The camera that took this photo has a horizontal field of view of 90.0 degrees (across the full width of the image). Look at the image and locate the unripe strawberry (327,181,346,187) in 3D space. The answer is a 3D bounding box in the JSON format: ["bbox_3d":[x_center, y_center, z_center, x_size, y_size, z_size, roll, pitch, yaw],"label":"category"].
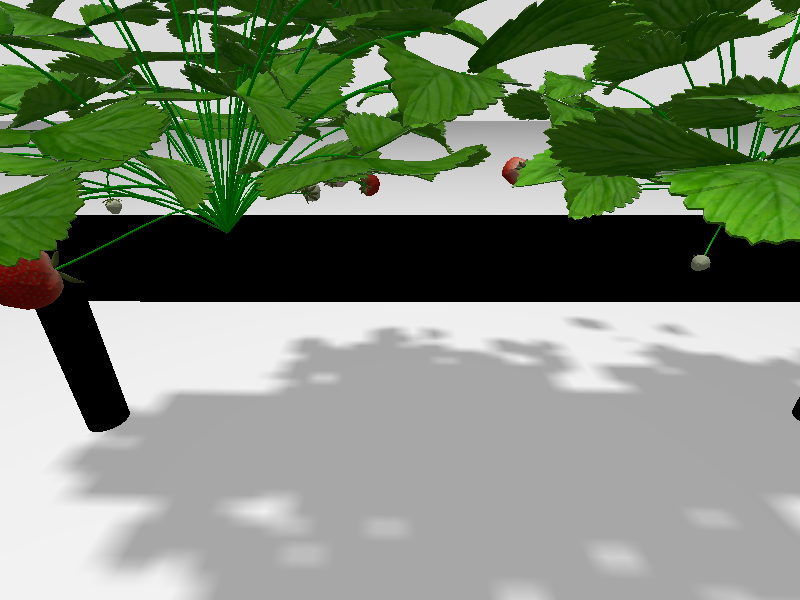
[{"bbox_3d":[-0.087,-0.171,0.554,0.033,0.028,0.033,8,26,15],"label":"unripe strawberry"}]

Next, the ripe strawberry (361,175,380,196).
[{"bbox_3d":[-0.036,-0.145,0.503,0.024,0.027,0.026,17,30,32],"label":"ripe strawberry"}]

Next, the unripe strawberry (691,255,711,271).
[{"bbox_3d":[0.205,-0.025,0.274,0.011,0.011,0.011,23,35,39],"label":"unripe strawberry"}]

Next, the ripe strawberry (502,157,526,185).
[{"bbox_3d":[0.166,-0.187,0.581,0.037,0.039,0.041,-12,17,-24],"label":"ripe strawberry"}]

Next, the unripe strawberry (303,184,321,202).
[{"bbox_3d":[-0.105,-0.131,0.482,0.022,0.023,0.023,9,26,17],"label":"unripe strawberry"}]

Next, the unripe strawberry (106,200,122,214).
[{"bbox_3d":[-0.292,-0.095,0.409,0.012,0.015,0.015,11,28,21],"label":"unripe strawberry"}]

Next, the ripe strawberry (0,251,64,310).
[{"bbox_3d":[-0.206,-0.011,0.217,0.030,0.034,0.033,8,28,17],"label":"ripe strawberry"}]
